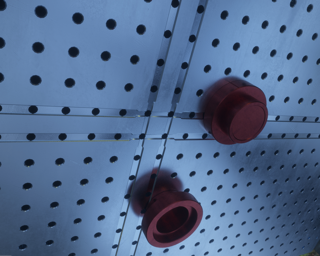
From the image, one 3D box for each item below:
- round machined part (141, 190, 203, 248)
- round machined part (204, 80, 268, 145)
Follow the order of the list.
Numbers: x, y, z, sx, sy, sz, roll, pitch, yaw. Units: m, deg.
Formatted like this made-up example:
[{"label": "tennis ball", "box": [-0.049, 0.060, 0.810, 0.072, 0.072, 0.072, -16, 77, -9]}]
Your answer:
[{"label": "round machined part", "box": [0.016, 0.139, 0.494, 0.099, 0.042, 0.097, -14, 124, -21]}, {"label": "round machined part", "box": [0.117, -0.016, 0.453, 0.099, 0.042, 0.097, -14, 124, -21]}]
